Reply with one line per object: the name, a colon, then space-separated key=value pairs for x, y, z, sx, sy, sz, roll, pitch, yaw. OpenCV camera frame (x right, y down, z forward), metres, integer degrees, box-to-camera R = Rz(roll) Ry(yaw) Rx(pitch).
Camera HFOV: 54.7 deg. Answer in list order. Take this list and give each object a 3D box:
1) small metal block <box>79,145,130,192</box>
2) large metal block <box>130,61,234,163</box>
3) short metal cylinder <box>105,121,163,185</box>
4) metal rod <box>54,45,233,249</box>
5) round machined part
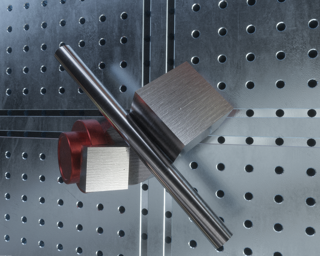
small metal block: x=-0.065 y=0.046 z=0.363 sx=0.025 sy=0.050 sz=0.050 roll=5 pitch=93 yaw=60
large metal block: x=0.023 y=-0.020 z=0.364 sx=0.080 sy=0.050 sz=0.080 roll=-35 pitch=75 yaw=-28
short metal cylinder: x=-0.032 y=0.031 z=0.406 sx=0.080 sy=0.050 sz=0.079 roll=0 pitch=90 yaw=20
metal rod: x=-0.028 y=0.012 z=0.365 sx=0.025 sy=0.025 sz=0.300 roll=-45 pitch=76 yaw=14
round machined part: x=-0.106 y=0.038 z=0.409 sx=0.098 sy=0.042 sz=0.097 roll=10 pitch=102 yaw=57
